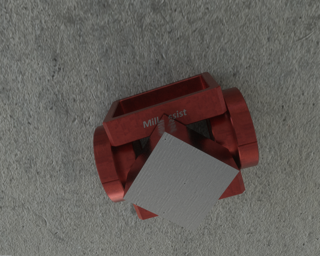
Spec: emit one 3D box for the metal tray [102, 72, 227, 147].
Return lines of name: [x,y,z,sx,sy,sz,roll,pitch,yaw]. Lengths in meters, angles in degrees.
metal tray: [0.004,-0.026,0.368,0.131,0.090,0.030,-17,109,6]

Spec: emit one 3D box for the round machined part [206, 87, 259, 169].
round machined part: [0.082,0.003,0.374,0.042,0.098,0.097,-15,110,5]

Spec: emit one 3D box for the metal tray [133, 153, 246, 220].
metal tray: [0.033,0.064,0.399,0.131,0.090,0.030,-16,110,5]

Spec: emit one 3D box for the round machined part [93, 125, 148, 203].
round machined part: [-0.044,0.040,0.386,0.042,0.098,0.097,-15,110,5]

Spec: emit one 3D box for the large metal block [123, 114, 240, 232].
large metal block: [0.019,0.045,0.316,0.080,0.050,0.080,28,107,-10]
